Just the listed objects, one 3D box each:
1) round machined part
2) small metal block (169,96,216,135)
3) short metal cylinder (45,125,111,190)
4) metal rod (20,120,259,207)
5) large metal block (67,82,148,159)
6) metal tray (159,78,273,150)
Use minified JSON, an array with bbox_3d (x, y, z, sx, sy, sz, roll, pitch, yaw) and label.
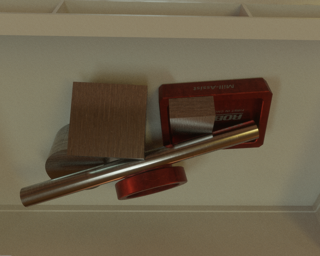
[{"bbox_3d":[-0.015,0.067,0.432,0.099,0.042,0.098,-14,164,-4],"label":"round machined part"},{"bbox_3d":[0.037,-0.014,0.368,0.050,0.025,0.050,-3,156,3],"label":"small metal block"},{"bbox_3d":[-0.108,0.040,0.422,0.081,0.050,0.079,0,130,0],"label":"short metal cylinder"},{"bbox_3d":[-0.024,0.044,0.390,0.302,0.025,0.025,-16,129,-1],"label":"metal rod"},{"bbox_3d":[-0.056,-0.006,0.355,0.081,0.080,0.050,3,172,-2],"label":"large metal block"},{"bbox_3d":[0.067,-0.014,0.392,0.131,0.030,0.089,-4,130,2],"label":"metal tray"}]
